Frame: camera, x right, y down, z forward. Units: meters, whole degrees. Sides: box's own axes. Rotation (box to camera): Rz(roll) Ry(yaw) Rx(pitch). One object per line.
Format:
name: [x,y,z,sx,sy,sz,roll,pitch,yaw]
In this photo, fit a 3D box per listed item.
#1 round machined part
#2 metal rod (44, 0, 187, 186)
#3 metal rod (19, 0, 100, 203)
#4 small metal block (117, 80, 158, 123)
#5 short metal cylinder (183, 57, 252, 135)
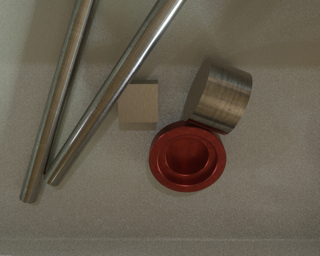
round machined part: [0.036,0.034,0.412,0.099,0.042,0.097,0,115,1]
metal rod: [-0.064,-0.036,0.372,0.025,0.025,0.299,33,113,-12]
metal rod: [-0.133,-0.029,0.398,0.025,0.025,0.298,21,109,-8]
small metal block: [-0.028,-0.035,0.398,0.050,0.025,0.050,0,110,-1]
short metal cylinder: [0.066,-0.037,0.369,0.050,0.080,0.079,20,109,-8]
